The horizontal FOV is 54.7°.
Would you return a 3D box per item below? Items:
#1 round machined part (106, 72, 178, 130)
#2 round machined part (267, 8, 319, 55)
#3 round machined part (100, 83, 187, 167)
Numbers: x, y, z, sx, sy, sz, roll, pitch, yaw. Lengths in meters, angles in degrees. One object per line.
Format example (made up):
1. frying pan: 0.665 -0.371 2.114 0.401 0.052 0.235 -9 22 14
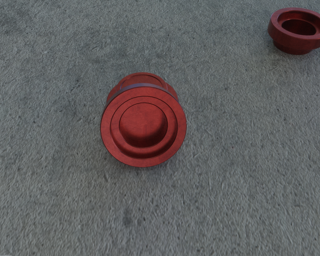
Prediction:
1. round machined part: -0.024 -0.039 0.425 0.099 0.042 0.098 0 50 0
2. round machined part: 0.234 -0.162 0.530 0.099 0.042 0.098 0 50 0
3. round machined part: -0.020 -0.006 0.370 0.099 0.097 0.042 -7 19 -6
